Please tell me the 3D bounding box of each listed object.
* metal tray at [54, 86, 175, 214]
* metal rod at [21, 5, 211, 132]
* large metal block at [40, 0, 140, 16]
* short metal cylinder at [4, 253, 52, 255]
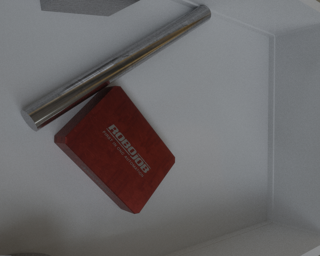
[{"bbox_3d":[-0.046,0.027,0.366,0.090,0.030,0.130,-52,121,-27],"label":"metal tray"},{"bbox_3d":[-0.031,-0.089,0.382,0.302,0.025,0.025,-40,115,-33],"label":"metal rod"},{"bbox_3d":[-0.069,-0.152,0.314,0.081,0.080,0.050,-12,98,-40],"label":"large metal block"},{"bbox_3d":[-0.128,0.148,0.265,0.081,0.080,0.050,-2,92,-40],"label":"short metal cylinder"}]
